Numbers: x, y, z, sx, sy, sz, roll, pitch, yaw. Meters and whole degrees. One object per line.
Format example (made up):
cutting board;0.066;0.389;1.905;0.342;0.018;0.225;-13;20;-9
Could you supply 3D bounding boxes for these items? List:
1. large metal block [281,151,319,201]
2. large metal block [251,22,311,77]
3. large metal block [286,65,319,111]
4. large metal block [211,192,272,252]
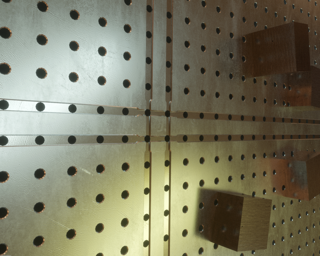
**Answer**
large metal block;0.298;0.096;0.641;0.081;0.050;0.080;-13;98;-39
large metal block;0.213;-0.136;0.550;0.050;0.080;0.080;-10;96;-40
large metal block;0.312;-0.081;0.652;0.081;0.050;0.080;6;87;-40
large metal block;0.134;0.150;0.504;0.080;0.050;0.080;15;81;-39
